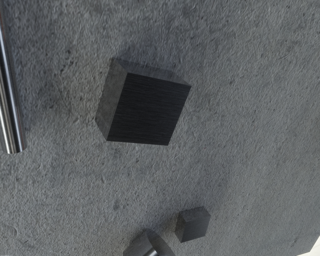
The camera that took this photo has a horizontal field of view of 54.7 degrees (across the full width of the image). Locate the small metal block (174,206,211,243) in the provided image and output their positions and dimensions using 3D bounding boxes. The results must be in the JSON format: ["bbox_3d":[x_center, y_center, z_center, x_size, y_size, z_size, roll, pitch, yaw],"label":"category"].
[{"bbox_3d":[0.057,0.170,0.546,0.050,0.025,0.050,-5,121,-26],"label":"small metal block"}]

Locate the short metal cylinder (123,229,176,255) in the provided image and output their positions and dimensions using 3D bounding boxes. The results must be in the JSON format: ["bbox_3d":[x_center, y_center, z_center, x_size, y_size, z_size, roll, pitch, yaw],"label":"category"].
[{"bbox_3d":[-0.013,0.211,0.496,0.050,0.080,0.080,-43,130,1],"label":"short metal cylinder"}]

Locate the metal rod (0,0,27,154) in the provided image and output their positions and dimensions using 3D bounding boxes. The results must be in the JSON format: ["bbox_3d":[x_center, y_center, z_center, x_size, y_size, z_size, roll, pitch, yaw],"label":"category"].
[{"bbox_3d":[-0.146,-0.108,0.260,0.025,0.025,0.298,-10,123,-24],"label":"metal rod"}]

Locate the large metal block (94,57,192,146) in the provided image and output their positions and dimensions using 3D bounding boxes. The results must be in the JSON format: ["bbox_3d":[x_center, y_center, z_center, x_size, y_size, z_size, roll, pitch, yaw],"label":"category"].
[{"bbox_3d":[-0.022,-0.029,0.362,0.081,0.050,0.079,7,115,-32],"label":"large metal block"}]
